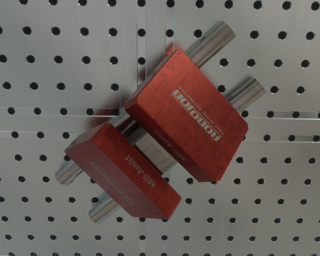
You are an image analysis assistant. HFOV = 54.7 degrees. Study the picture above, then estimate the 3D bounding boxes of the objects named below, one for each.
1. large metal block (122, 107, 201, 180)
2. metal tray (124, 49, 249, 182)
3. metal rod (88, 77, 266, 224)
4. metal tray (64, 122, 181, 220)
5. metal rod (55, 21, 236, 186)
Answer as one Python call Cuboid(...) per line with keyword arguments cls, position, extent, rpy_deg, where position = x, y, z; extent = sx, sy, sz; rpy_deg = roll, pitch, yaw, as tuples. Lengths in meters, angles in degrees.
Cuboid(cls="large metal block", position=(0.001, 0.011, 0.388), extent=(0.080, 0.080, 0.050), rpy_deg=(-40, 106, 13))
Cuboid(cls="metal tray", position=(0.035, -0.012, 0.351), extent=(0.130, 0.030, 0.090), rpy_deg=(45, 60, -15))
Cuboid(cls="metal rod", position=(0.015, 0.038, 0.428), extent=(0.300, 0.025, 0.025), rpy_deg=(-40, 106, 13))
Cuboid(cls="metal tray", position=(-0.046, 0.057, 0.376), extent=(0.130, 0.030, 0.090), rpy_deg=(48, 146, -16))
Cuboid(cls="metal rod", position=(-0.028, -0.024, 0.404), extent=(0.300, 0.025, 0.025), rpy_deg=(-41, 106, 13))
